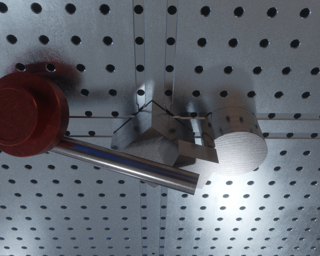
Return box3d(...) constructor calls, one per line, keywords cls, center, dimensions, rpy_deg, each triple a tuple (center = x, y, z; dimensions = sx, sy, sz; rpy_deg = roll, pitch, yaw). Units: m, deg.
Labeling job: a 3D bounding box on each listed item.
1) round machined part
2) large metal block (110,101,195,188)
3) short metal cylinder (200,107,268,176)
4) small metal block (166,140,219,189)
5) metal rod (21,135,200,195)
box3d(cls="round machined part", center=(-0.158, -0.015, 0.350), dimensions=(0.098, 0.042, 0.097), rpy_deg=(0, 92, 10))
box3d(cls="large metal block", center=(-0.009, 0.025, 0.413), dimensions=(0.080, 0.050, 0.080), rpy_deg=(36, 121, -27))
box3d(cls="short metal cylinder", center=(0.096, 0.019, 0.412), dimensions=(0.081, 0.050, 0.079), rpy_deg=(0, 130, 0))
box3d(cls="small metal block", center=(0.038, 0.046, 0.383), dimensions=(0.050, 0.025, 0.050), rpy_deg=(14, 129, -13))
box3d(cls="metal rod", center=(-0.102, 0.026, 0.375), dimensions=(0.301, 0.025, 0.025), rpy_deg=(15, 131, 9))
